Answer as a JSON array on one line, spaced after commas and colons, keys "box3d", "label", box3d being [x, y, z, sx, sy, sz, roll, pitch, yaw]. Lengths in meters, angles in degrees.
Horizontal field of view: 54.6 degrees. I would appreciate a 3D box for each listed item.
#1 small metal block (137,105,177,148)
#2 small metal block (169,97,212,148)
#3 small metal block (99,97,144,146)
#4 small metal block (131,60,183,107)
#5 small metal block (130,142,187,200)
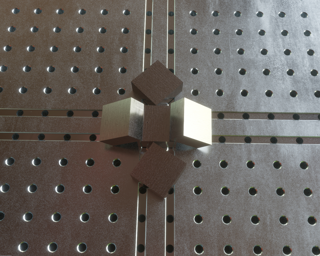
[{"box3d": [-0.003, -0.002, 0.412, 0.050, 0.025, 0.050, 1, 69, 0], "label": "small metal block"}, {"box3d": [0.040, -0.005, 0.399, 0.050, 0.025, 0.050, 19, 65, -37], "label": "small metal block"}, {"box3d": [-0.049, -0.007, 0.401, 0.050, 0.025, 0.050, -12, 67, 35], "label": "small metal block"}, {"box3d": [-0.004, -0.058, 0.433, 0.050, 0.025, 0.050, -42, 75, -14], "label": "small metal block"}, {"box3d": [-0.002, 0.054, 0.391, 0.050, 0.025, 0.050, 32, 74, 12], "label": "small metal block"}]
